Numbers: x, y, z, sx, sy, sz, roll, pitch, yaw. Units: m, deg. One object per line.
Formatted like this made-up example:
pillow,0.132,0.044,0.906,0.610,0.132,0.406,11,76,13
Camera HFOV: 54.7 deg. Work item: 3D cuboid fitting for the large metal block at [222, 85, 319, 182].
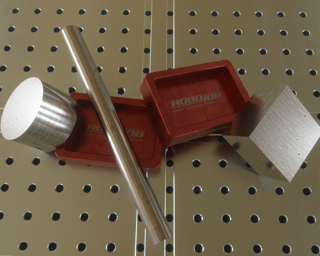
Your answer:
large metal block,0.138,0.006,0.378,0.080,0.050,0.080,45,74,-18

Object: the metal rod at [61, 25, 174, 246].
metal rod,-0.060,-0.006,0.381,0.025,0.025,0.299,-24,72,-8

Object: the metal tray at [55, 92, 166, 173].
metal tray,-0.060,0.006,0.406,0.131,0.030,0.090,6,70,2

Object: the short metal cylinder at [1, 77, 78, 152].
short metal cylinder,-0.149,-0.016,0.384,0.080,0.050,0.080,-16,61,31

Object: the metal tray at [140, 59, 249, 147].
metal tray,0.050,-0.036,0.402,0.131,0.030,0.090,-14,70,-23
